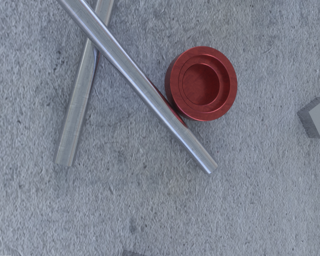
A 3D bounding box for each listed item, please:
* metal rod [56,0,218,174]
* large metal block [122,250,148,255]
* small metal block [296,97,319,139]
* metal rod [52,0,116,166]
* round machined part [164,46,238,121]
[{"bbox_3d":[-0.020,-0.050,0.384,0.025,0.025,0.300,-46,111,-14],"label":"metal rod"},{"bbox_3d":[-0.017,0.212,0.391,0.080,0.050,0.080,23,82,-19],"label":"large metal block"},{"bbox_3d":[0.261,-0.017,0.508,0.050,0.025,0.050,-33,101,-17],"label":"small metal block"},{"bbox_3d":[-0.081,-0.102,0.379,0.025,0.025,0.298,15,85,-20],"label":"metal rod"},{"bbox_3d":[0.052,-0.058,0.420,0.099,0.042,0.097,0,90,-21],"label":"round machined part"}]
